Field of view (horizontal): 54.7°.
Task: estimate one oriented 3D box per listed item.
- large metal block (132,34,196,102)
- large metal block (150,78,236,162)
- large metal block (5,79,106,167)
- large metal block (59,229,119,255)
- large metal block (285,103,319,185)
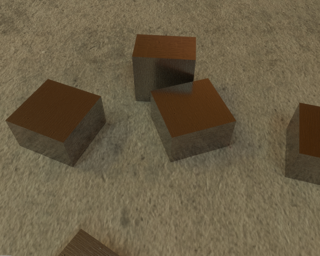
[{"bbox_3d":[0.007,-0.081,0.436,0.080,0.080,0.050,4,50,2],"label":"large metal block"},{"bbox_3d":[0.039,-0.012,0.397,0.081,0.050,0.080,-14,52,-12],"label":"large metal block"},{"bbox_3d":[-0.127,-0.008,0.392,0.080,0.050,0.080,19,52,15],"label":"large metal block"},{"bbox_3d":[-0.059,0.149,0.261,0.080,0.050,0.080,27,55,20],"label":"large metal block"},{"bbox_3d":[0.200,0.022,0.371,0.080,0.050,0.080,13,51,10],"label":"large metal block"}]
